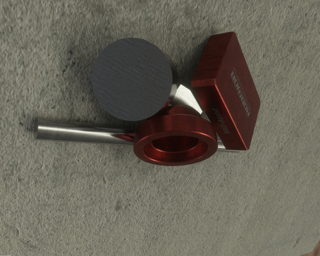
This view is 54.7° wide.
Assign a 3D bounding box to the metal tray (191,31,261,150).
[{"bbox_3d":[0.090,-0.043,0.394,0.130,0.030,0.090,54,48,-40],"label":"metal tray"}]

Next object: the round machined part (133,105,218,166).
[{"bbox_3d":[0.018,0.008,0.372,0.099,0.042,0.098,-2,151,-1],"label":"round machined part"}]

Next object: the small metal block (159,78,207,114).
[{"bbox_3d":[0.023,-0.041,0.377,0.050,0.050,0.025,26,104,-37],"label":"small metal block"}]

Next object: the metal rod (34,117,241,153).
[{"bbox_3d":[-0.006,0.014,0.414,0.302,0.025,0.025,6,116,-31],"label":"metal rod"}]

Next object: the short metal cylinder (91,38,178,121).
[{"bbox_3d":[-0.024,-0.050,0.323,0.080,0.050,0.079,1,98,9],"label":"short metal cylinder"}]
